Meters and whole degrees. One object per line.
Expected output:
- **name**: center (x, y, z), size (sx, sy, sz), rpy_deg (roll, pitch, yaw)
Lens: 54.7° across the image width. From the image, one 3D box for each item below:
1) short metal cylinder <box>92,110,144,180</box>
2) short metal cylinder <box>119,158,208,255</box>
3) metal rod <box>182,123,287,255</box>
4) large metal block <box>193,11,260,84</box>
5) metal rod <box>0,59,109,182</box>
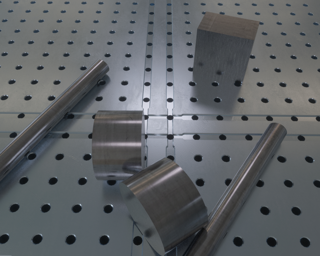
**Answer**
- **short metal cylinder**: center (-0.044, 0.020, 0.355), size (0.050, 0.080, 0.080), rpy_deg (0, 50, 0)
- **short metal cylinder**: center (0.002, 0.076, 0.308), size (0.050, 0.080, 0.080), rpy_deg (-28, 56, -22)
- **metal rod**: center (0.065, 0.096, 0.327), size (0.025, 0.025, 0.301), rpy_deg (29, 56, 22)
- **large metal block**: center (0.099, -0.123, 0.475), size (0.080, 0.080, 0.050), rpy_deg (16, 52, 13)
- **metal rod**: center (-0.161, 0.004, 0.402), size (0.025, 0.025, 0.301), rpy_deg (22, 53, 17)
